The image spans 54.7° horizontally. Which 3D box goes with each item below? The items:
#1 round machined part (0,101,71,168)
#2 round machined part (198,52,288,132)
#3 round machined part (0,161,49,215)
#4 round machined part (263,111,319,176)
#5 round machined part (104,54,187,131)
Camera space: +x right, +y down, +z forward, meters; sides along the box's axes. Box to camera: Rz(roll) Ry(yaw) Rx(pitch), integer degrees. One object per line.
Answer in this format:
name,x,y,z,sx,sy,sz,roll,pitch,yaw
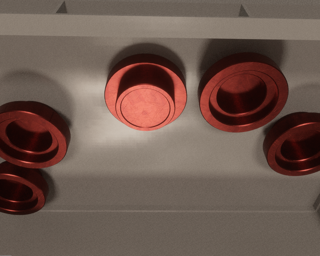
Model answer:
round machined part,-0.165,0.004,0.399,0.099,0.042,0.097,-1,130,0
round machined part,0.093,-0.044,0.362,0.099,0.042,0.097,-1,130,0
round machined part,-0.218,0.086,0.468,0.099,0.042,0.097,-1,130,0
round machined part,0.188,0.017,0.415,0.099,0.042,0.097,-1,130,0
round machined part,-0.017,-0.035,0.368,0.099,0.042,0.097,-1,130,0
